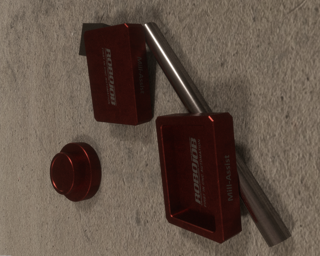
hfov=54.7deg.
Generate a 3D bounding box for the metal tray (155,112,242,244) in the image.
[{"bbox_3d":[0.040,0.049,0.342,0.090,0.030,0.129,2,100,51],"label":"metal tray"}]

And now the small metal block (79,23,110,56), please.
[{"bbox_3d":[-0.098,-0.135,0.483,0.050,0.025,0.050,16,100,38],"label":"small metal block"}]

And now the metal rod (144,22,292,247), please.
[{"bbox_3d":[0.052,-0.010,0.360,0.025,0.025,0.299,-43,65,31],"label":"metal rod"}]

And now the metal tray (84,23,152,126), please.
[{"bbox_3d":[-0.059,-0.072,0.429,0.090,0.030,0.129,6,107,40],"label":"metal tray"}]

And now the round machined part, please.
[{"bbox_3d":[-0.145,0.073,0.510,0.098,0.042,0.097,0,90,39],"label":"round machined part"}]
